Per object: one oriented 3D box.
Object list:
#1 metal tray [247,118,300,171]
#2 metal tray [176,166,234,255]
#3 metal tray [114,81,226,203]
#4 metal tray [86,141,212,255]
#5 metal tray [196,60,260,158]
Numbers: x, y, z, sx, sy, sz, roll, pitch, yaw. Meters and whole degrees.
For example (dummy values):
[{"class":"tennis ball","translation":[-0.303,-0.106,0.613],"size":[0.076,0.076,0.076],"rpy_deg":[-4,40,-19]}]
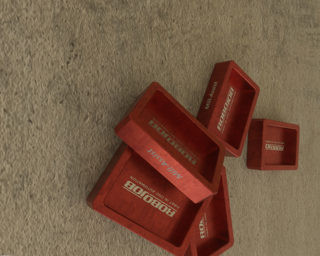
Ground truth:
[{"class":"metal tray","translation":[0.215,0.033,0.581],"size":[0.131,0.030,0.089],"rpy_deg":[6,86,-40]},{"class":"metal tray","translation":[0.063,0.126,0.453],"size":[0.091,0.030,0.129],"rpy_deg":[-14,99,-39]},{"class":"metal tray","translation":[0.018,0.015,0.367],"size":[0.130,0.030,0.090],"rpy_deg":[42,36,-11]},{"class":"metal tray","translation":[-0.008,0.083,0.369],"size":[0.130,0.030,0.090],"rpy_deg":[36,72,-19]},{"class":"metal tray","translation":[0.108,-0.029,0.491],"size":[0.090,0.030,0.130],"rpy_deg":[33,70,-35]}]
